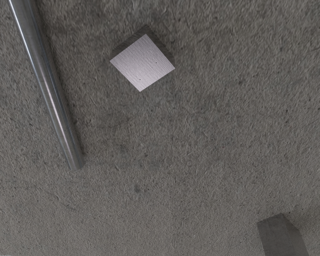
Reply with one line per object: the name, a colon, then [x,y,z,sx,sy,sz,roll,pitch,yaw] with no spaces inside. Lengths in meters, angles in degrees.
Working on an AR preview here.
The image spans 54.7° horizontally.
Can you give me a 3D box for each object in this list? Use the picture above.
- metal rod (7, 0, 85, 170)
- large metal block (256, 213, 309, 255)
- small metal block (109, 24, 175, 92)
metal rod: [-0.130,-0.061,0.353,0.025,0.025,0.298,-3,130,2]
large metal block: [0.224,0.213,0.555,0.050,0.080,0.080,-32,123,24]
small metal block: [-0.019,-0.076,0.342,0.050,0.025,0.050,-31,124,23]
